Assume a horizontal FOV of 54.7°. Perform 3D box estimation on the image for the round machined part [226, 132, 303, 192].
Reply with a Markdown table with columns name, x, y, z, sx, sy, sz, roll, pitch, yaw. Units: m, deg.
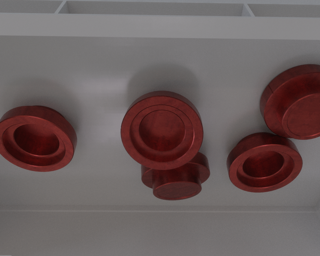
| name | x | y | z | sx | sy | sz | roll | pitch | yaw |
| --- | --- | --- | --- | --- | --- | --- | --- | --- | --- |
| round machined part | 0.143 | 0.044 | 0.437 | 0.099 | 0.042 | 0.097 | 0 | 130 | 0 |

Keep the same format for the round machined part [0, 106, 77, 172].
| name | x | y | z | sx | sy | sz | roll | pitch | yaw |
| --- | --- | --- | --- | --- | --- | --- | --- | --- | --- |
| round machined part | -0.158 | 0.010 | 0.404 | 0.099 | 0.042 | 0.097 | 0 | 130 | 0 |

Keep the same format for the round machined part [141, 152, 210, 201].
| name | x | y | z | sx | sy | sz | roll | pitch | yaw |
| --- | --- | --- | --- | --- | --- | --- | --- | --- | --- |
| round machined part | 0.023 | 0.072 | 0.442 | 0.099 | 0.042 | 0.098 | -4 | 147 | -2 |

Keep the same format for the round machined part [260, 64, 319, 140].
| name | x | y | z | sx | sy | sz | roll | pitch | yaw |
| --- | --- | --- | --- | --- | --- | --- | --- | --- | --- |
| round machined part | 0.176 | -0.024 | 0.376 | 0.099 | 0.042 | 0.097 | -1 | 128 | -1 |

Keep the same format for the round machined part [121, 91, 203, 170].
| name | x | y | z | sx | sy | sz | roll | pitch | yaw |
| --- | --- | --- | --- | --- | --- | --- | --- | --- | --- |
| round machined part | 0.003 | 0.000 | 0.386 | 0.099 | 0.042 | 0.097 | 1 | 113 | 3 |
